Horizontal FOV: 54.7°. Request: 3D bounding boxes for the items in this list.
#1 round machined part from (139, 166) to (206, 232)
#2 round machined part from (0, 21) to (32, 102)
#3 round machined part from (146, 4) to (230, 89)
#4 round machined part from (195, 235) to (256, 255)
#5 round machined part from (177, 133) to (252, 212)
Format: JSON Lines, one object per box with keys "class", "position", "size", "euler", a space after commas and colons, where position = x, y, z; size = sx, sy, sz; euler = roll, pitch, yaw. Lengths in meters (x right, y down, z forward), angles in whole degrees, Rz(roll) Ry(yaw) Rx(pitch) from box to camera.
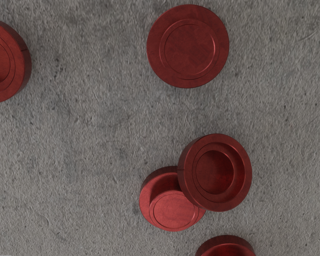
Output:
{"class": "round machined part", "position": [0.019, 0.107, 0.440], "size": [0.099, 0.042, 0.097], "euler": [0, 110, 0]}
{"class": "round machined part", "position": [-0.202, -0.081, 0.369], "size": [0.099, 0.042, 0.097], "euler": [0, 110, 0]}
{"class": "round machined part", "position": [0.033, -0.094, 0.366], "size": [0.099, 0.042, 0.097], "euler": [0, 110, 0]}
{"class": "round machined part", "position": [0.105, 0.220, 0.483], "size": [0.099, 0.042, 0.097], "euler": [0, 110, 0]}
{"class": "round machined part", "position": [0.067, 0.058, 0.406], "size": [0.099, 0.042, 0.098], "euler": [3, 80, -20]}
